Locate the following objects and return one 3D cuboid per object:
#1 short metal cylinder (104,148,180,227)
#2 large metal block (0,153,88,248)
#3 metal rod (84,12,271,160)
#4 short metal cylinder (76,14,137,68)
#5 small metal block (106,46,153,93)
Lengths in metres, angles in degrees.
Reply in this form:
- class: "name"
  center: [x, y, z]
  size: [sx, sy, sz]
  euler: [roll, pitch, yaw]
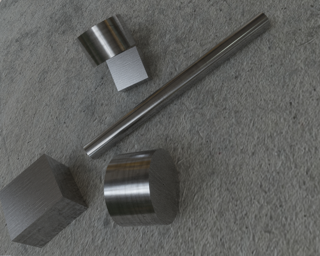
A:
- class: "short metal cylinder"
  center: [-0.017, 0.065, 0.336]
  size: [0.050, 0.080, 0.080]
  euler: [-10, 58, 22]
- class: "large metal block"
  center: [-0.155, 0.095, 0.408]
  size: [0.080, 0.050, 0.080]
  euler: [-41, 51, 0]
- class: "metal rod"
  center: [0.021, -0.056, 0.425]
  size: [0.300, 0.025, 0.025]
  euler: [-37, 51, 3]
- class: "short metal cylinder"
  center: [-0.084, -0.137, 0.490]
  size: [0.080, 0.050, 0.080]
  euler: [-28, 15, 9]
- class: "small metal block"
  center: [-0.045, -0.087, 0.465]
  size: [0.050, 0.025, 0.050]
  euler: [-23, 86, 14]
